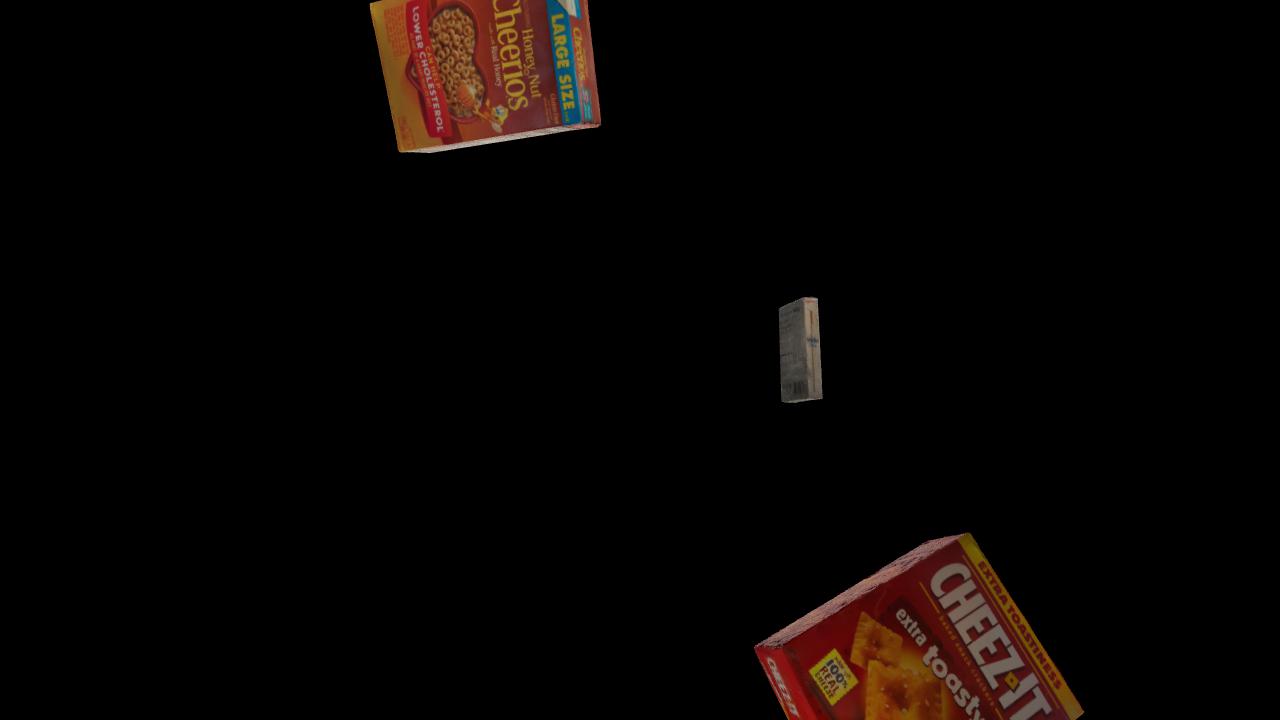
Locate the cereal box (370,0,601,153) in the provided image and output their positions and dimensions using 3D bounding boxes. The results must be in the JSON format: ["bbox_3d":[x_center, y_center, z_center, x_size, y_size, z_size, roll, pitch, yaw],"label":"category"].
[{"bbox_3d":[-0.212,-0.408,0.848,0.306,0.203,0.081,0,16,22],"label":"cereal box"}]

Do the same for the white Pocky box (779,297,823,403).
[{"bbox_3d":[0.245,-0.013,0.947,0.028,0.154,0.084,2,-8,-14],"label":"white Pocky box"}]

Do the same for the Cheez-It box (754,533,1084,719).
[{"bbox_3d":[0.234,0.272,0.525,0.223,0.166,0.071,-20,-18,-20],"label":"Cheez-It box"}]
